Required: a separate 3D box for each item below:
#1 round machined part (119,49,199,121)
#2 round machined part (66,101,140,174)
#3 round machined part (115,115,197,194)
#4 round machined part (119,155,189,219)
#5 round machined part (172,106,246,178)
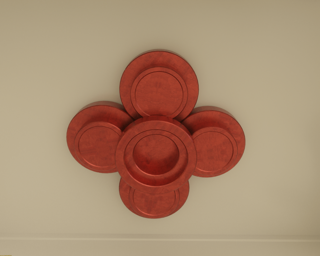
[{"bbox_3d":[-0.001,-0.046,0.382,0.099,0.042,0.097,0,110,0],"label":"round machined part"},{"bbox_3d":[-0.073,0.017,0.405,0.099,0.042,0.097,0,110,0],"label":"round machined part"},{"bbox_3d":[-0.005,0.030,0.389,0.099,0.042,0.097,0,110,0],"label":"round machined part"},{"bbox_3d":[-0.008,0.086,0.431,0.099,0.042,0.097,-1,109,-1],"label":"round machined part"},{"bbox_3d":[0.064,0.023,0.409,0.099,0.042,0.097,0,110,0],"label":"round machined part"}]
